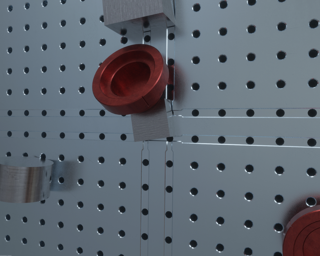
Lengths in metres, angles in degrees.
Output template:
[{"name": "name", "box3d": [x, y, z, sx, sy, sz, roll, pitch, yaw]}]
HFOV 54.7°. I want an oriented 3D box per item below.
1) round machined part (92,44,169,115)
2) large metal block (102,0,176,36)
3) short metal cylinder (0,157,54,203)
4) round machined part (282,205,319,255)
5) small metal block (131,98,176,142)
[{"name": "round machined part", "box3d": [-0.034, -0.058, 0.401, 0.098, 0.042, 0.098, -11, 56, 18]}, {"name": "large metal block", "box3d": [-0.029, -0.175, 0.409, 0.080, 0.050, 0.080, -5, 88, 20]}, {"name": "short metal cylinder", "box3d": [-0.201, 0.073, 0.454, 0.080, 0.080, 0.050, 8, 93, 20]}, {"name": "round machined part", "box3d": [0.186, 0.132, 0.338, 0.098, 0.042, 0.097, 0, 90, 20]}, {"name": "small metal block", "box3d": [-0.010, -0.010, 0.416, 0.050, 0.025, 0.050, -9, 87, 19]}]
